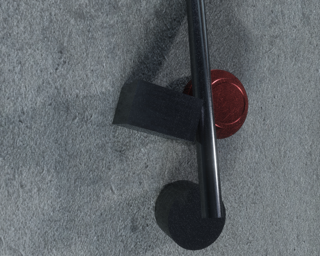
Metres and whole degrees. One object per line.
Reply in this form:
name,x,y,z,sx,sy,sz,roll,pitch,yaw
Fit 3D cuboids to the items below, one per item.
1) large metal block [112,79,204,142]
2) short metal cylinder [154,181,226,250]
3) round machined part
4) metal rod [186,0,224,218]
large metal block,-0.006,-0.018,0.378,0.081,0.080,0.050,16,85,-20
short metal cylinder,0.039,0.113,0.411,0.081,0.050,0.080,0,90,-20
round machined part,0.082,-0.033,0.431,0.099,0.042,0.097,0,90,-20
metal rod,0.053,-0.043,0.388,0.025,0.025,0.299,4,74,-20
